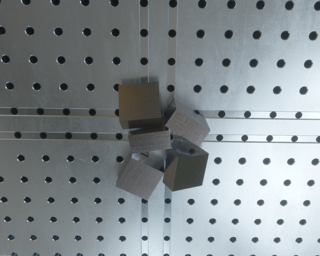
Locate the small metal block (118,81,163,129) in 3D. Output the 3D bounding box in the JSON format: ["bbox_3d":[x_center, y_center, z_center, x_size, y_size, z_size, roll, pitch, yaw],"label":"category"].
[{"bbox_3d":[-0.024,-0.028,0.388,0.050,0.025,0.050,-5,67,2],"label":"small metal block"}]

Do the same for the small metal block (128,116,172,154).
[{"bbox_3d":[-0.012,0.007,0.402,0.050,0.050,0.025,-8,113,3],"label":"small metal block"}]

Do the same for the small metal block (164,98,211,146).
[{"bbox_3d":[0.033,-0.008,0.397,0.050,0.050,0.025,31,107,-11],"label":"small metal block"}]

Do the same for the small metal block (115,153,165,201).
[{"bbox_3d":[-0.028,0.067,0.438,0.050,0.025,0.050,27,108,-10],"label":"small metal block"}]

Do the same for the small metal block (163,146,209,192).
[{"bbox_3d":[0.035,0.055,0.422,0.050,0.025,0.050,-4,114,-31],"label":"small metal block"}]
